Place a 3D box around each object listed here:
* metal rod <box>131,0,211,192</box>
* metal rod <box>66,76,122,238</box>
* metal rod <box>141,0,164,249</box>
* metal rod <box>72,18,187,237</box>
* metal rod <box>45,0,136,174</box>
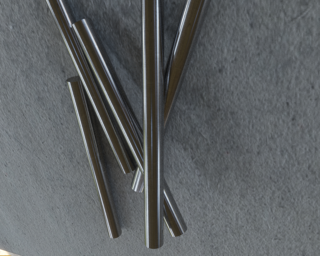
[{"bbox_3d":[0.004,-0.024,0.388,0.025,0.025,0.298,26,128,11],"label":"metal rod"},{"bbox_3d":[-0.099,0.062,0.495,0.025,0.025,0.298,7,122,24],"label":"metal rod"},{"bbox_3d":[-0.008,0.007,0.366,0.025,0.025,0.298,7,107,24],"label":"metal rod"},{"bbox_3d":[-0.034,0.007,0.398,0.025,0.025,0.299,-17,102,34],"label":"metal rod"},{"bbox_3d":[-0.094,-0.069,0.411,0.025,0.025,0.298,-6,116,31],"label":"metal rod"}]
